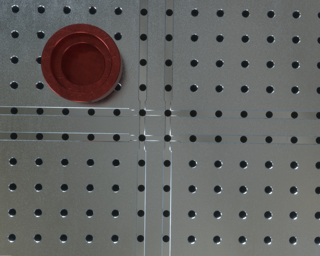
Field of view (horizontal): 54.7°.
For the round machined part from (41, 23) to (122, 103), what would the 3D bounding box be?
[{"bbox_3d":[-0.098,-0.081,0.404,0.099,0.042,0.097,0,90,-1],"label":"round machined part"}]
